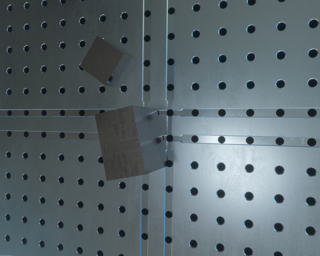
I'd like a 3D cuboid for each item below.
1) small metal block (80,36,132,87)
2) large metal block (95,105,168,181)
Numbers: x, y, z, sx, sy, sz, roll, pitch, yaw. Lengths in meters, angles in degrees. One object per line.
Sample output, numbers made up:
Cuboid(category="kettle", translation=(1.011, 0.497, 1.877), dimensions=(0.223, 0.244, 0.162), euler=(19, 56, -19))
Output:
Cuboid(category="small metal block", translation=(-0.077, -0.094, 0.440), dimensions=(0.050, 0.025, 0.050), euler=(37, 102, 16))
Cuboid(category="large metal block", translation=(-0.033, 0.018, 0.395), dimensions=(0.050, 0.080, 0.080), euler=(-12, 86, 20))
